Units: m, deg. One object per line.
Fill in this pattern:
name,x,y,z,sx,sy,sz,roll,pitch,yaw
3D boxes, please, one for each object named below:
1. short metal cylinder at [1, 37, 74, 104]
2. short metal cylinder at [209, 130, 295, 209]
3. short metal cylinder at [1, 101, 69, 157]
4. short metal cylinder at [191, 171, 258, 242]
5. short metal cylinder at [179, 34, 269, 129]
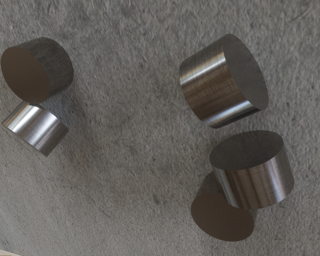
short metal cylinder,-0.168,-0.080,0.428,0.080,0.050,0.079,13,124,20
short metal cylinder,0.101,0.044,0.345,0.080,0.080,0.050,-10,113,32
short metal cylinder,-0.185,0.000,0.463,0.080,0.050,0.080,32,161,13
short metal cylinder,0.087,0.101,0.406,0.080,0.050,0.079,13,124,20
short metal cylinder,0.065,-0.045,0.309,0.050,0.080,0.080,-26,104,37
